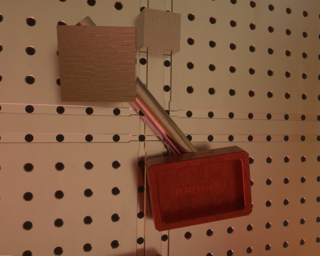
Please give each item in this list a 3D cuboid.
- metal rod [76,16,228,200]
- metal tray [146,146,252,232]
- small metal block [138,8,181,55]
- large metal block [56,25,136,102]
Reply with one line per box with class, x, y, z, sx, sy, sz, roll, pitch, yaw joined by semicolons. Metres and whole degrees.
metal rod;-0.003;-0.016;0.412;0.025;0.025;0.300;-43;104;-15
metal tray;0.052;0.078;0.408;0.131;0.030;0.089;-8;101;-7
small metal block;-0.001;-0.127;0.413;0.050;0.025;0.050;2;90;-21
large metal block;-0.068;-0.074;0.354;0.081;0.050;0.079;0;105;-3
